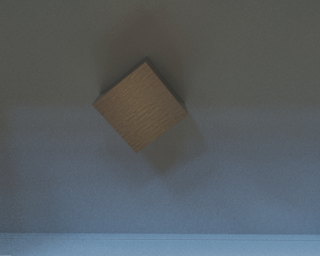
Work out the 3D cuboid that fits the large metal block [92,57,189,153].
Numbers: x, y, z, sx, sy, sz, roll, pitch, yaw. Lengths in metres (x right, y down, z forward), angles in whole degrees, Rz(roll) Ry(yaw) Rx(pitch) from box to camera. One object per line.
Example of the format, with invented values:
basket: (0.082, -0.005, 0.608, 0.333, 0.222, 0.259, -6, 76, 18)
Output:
large metal block: (-0.023, -0.030, 0.387, 0.080, 0.050, 0.080, -37, 107, 12)
